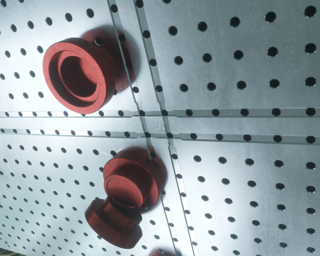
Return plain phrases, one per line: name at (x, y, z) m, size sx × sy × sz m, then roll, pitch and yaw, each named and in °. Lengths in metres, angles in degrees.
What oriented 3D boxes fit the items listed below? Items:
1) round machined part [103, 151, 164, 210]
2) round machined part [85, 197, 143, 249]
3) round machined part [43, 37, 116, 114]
round machined part at (-0.047, 0.087, 0.477) m, size 0.098 × 0.042 × 0.097 m, roll 13°, pitch 124°, yaw 20°
round machined part at (-0.068, 0.144, 0.500) m, size 0.098 × 0.098 × 0.042 m, roll 35°, pitch 93°, yaw 4°
round machined part at (-0.101, -0.071, 0.408) m, size 0.098 × 0.042 × 0.097 m, roll 13°, pitch 124°, yaw 20°
